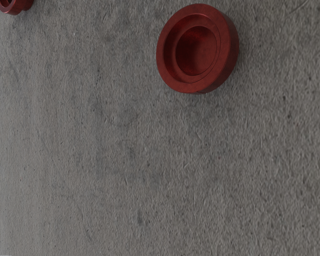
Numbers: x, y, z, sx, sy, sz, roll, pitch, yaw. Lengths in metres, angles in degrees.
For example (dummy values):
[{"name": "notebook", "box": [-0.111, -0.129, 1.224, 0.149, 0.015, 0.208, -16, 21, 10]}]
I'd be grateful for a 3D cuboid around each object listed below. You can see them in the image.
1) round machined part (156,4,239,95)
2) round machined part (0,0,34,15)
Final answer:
[{"name": "round machined part", "box": [0.046, -0.087, 0.356, 0.098, 0.042, 0.097, 0, 90, 40]}, {"name": "round machined part", "box": [-0.293, -0.281, 0.636, 0.098, 0.042, 0.097, 0, 90, 40]}]
